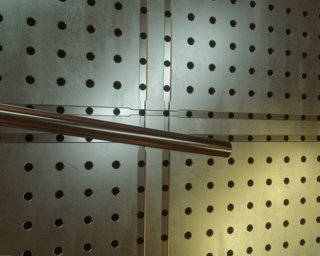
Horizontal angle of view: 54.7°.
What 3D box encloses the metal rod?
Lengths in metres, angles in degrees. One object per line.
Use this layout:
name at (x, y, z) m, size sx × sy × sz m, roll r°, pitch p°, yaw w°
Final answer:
metal rod at (-0.043, 0.008, 0.397) m, size 0.302 × 0.025 × 0.025 m, roll 10°, pitch 87°, yaw -20°
